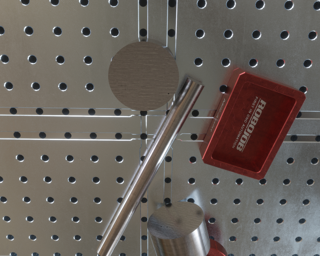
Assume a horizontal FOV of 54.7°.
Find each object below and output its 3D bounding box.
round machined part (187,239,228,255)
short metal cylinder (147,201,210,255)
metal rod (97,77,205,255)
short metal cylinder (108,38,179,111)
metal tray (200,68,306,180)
[{"bbox_3d":[0.057,0.207,0.480,0.099,0.042,0.097,0,112,-1],"label":"round machined part"},{"bbox_3d":[0.027,0.149,0.439,0.080,0.080,0.050,-13,110,4],"label":"short metal cylinder"},{"bbox_3d":[-0.021,0.066,0.437,0.025,0.025,0.298,25,108,-9],"label":"metal rod"},{"bbox_3d":[-0.019,-0.066,0.375,0.081,0.050,0.079,0,110,0],"label":"short metal cylinder"},{"bbox_3d":[0.118,-0.003,0.410,0.091,0.030,0.129,18,109,-7],"label":"metal tray"}]
